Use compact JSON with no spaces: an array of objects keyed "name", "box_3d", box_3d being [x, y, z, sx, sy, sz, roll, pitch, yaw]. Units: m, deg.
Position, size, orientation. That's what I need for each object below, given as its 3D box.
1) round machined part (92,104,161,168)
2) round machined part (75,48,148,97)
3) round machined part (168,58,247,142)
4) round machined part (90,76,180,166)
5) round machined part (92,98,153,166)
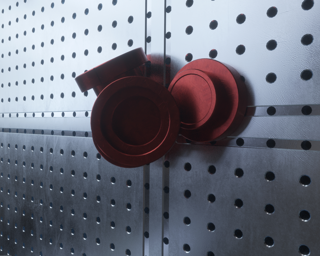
[{"name":"round machined part","box_3d":[-0.039,0.003,0.398,0.099,0.042,0.097,0,87,2]},{"name":"round machined part","box_3d":[-0.059,-0.068,0.415,0.098,0.099,0.042,-16,106,38]},{"name":"round machined part","box_3d":[0.046,-0.032,0.359,0.098,0.042,0.097,0,90,39]},{"name":"round machined part","box_3d":[-0.025,-0.007,0.355,0.099,0.042,0.097,0,89,6]},{"name":"round machined part","box_3d":[-0.060,0.006,0.446,0.098,0.042,0.097,0,90,39]}]
